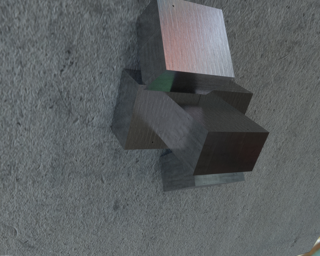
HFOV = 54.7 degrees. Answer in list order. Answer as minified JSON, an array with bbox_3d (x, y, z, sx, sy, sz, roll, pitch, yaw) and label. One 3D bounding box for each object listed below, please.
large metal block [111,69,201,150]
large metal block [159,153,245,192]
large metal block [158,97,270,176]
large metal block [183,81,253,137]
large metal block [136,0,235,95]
[{"bbox_3d":[-0.007,-0.022,0.374,0.081,0.050,0.079,1,118,-29],"label":"large metal block"},{"bbox_3d":[0.056,0.057,0.432,0.081,0.080,0.050,0,75,-29],"label":"large metal block"},{"bbox_3d":[0.056,0.007,0.345,0.081,0.080,0.050,1,118,-29],"label":"large metal block"},{"bbox_3d":[0.065,-0.022,0.414,0.081,0.050,0.079,1,118,-29],"label":"large metal block"},{"bbox_3d":[0.025,-0.084,0.328,0.081,0.050,0.080,1,74,-29],"label":"large metal block"}]
